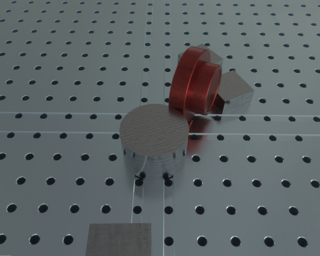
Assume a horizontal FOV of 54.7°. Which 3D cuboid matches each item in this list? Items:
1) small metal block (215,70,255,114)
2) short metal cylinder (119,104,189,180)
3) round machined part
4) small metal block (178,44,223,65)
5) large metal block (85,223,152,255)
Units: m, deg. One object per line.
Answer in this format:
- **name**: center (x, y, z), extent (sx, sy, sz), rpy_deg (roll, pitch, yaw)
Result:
- **small metal block**: center (0.100, -0.054, 0.454), extent (0.050, 0.025, 0.050), rpy_deg (-21, 53, -18)
- **short metal cylinder**: center (-0.006, 0.016, 0.377), extent (0.081, 0.050, 0.080), rpy_deg (0, 50, 0)
- **round machined part**: center (0.050, -0.054, 0.405), extent (0.042, 0.097, 0.098), rpy_deg (18, 52, 18)
- **small metal block**: center (0.064, -0.104, 0.496), extent (0.050, 0.025, 0.050), rpy_deg (-29, 56, -23)
- **large metal block**: center (-0.032, 0.134, 0.259), extent (0.050, 0.080, 0.080), rpy_deg (0, 50, -1)
